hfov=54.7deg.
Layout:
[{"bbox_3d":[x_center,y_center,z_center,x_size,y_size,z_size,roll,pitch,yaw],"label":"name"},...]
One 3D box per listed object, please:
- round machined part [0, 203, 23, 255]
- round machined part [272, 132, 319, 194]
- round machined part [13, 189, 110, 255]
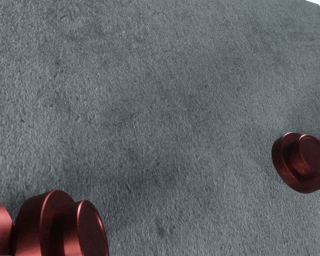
[{"bbox_3d":[-0.145,0.099,0.232,0.042,0.098,0.098,39,31,-63],"label":"round machined part"},{"bbox_3d":[0.228,0.049,0.485,0.099,0.042,0.098,14,56,-21],"label":"round machined part"},{"bbox_3d":[-0.073,0.098,0.255,0.042,0.098,0.098,-17,67,2],"label":"round machined part"}]
